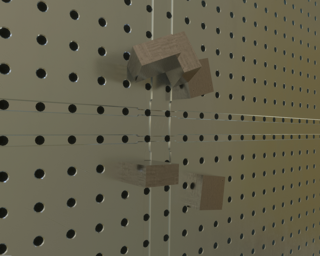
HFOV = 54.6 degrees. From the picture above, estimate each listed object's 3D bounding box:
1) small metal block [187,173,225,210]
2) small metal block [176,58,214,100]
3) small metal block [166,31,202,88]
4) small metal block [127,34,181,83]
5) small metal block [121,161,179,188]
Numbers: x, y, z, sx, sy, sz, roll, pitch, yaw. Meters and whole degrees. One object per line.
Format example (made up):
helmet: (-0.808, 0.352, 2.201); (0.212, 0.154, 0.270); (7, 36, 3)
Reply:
small metal block: (0.070, 0.096, 0.467); (0.050, 0.025, 0.050); (12, 83, -39)
small metal block: (0.048, -0.071, 0.448); (0.050, 0.025, 0.050); (-20, 103, -38)
small metal block: (0.024, -0.087, 0.398); (0.025, 0.050, 0.050); (-22, 82, -18)
small metal block: (-0.009, -0.083, 0.372); (0.050, 0.050, 0.025); (-23, 82, -18)
small metal block: (-0.012, 0.055, 0.382); (0.050, 0.050, 0.025); (3, 89, -40)
